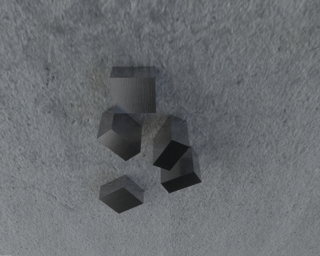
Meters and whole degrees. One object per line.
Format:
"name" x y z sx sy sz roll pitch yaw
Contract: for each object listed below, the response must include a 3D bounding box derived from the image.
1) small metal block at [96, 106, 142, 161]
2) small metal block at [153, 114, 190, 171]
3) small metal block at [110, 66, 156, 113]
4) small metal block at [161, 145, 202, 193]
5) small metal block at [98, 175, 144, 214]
"small metal block" -0.050 0.006 0.395 0.025 0.050 0.050 -33 123 24
"small metal block" 0.013 0.019 0.407 0.025 0.050 0.050 22 127 -18
"small metal block" -0.030 -0.045 0.369 0.050 0.025 0.050 -1 130 0
"small metal block" 0.029 0.059 0.441 0.050 0.050 0.025 -23 127 18
"small metal block" -0.061 0.107 0.498 0.050 0.025 0.050 -28 125 21
